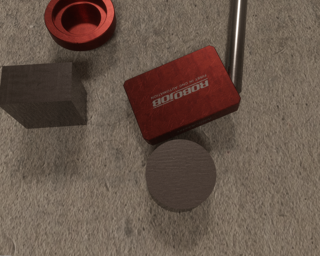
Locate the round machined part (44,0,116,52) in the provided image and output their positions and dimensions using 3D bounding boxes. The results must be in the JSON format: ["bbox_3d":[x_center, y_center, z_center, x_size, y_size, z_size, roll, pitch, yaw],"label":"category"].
[{"bbox_3d":[-0.113,-0.153,0.454,0.099,0.042,0.098,0,70,-1],"label":"round machined part"}]

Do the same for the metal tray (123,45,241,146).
[{"bbox_3d":[0.028,-0.043,0.410,0.131,0.030,0.090,-23,72,2],"label":"metal tray"}]

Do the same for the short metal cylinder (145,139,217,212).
[{"bbox_3d":[0.024,0.059,0.374,0.081,0.050,0.080,0,70,0],"label":"short metal cylinder"}]

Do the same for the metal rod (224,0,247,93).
[{"bbox_3d":[0.122,-0.191,0.479,0.025,0.025,0.299,8,70,2],"label":"metal rod"}]

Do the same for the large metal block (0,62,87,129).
[{"bbox_3d":[-0.142,-0.038,0.391,0.081,0.080,0.050,-4,70,-2],"label":"large metal block"}]
